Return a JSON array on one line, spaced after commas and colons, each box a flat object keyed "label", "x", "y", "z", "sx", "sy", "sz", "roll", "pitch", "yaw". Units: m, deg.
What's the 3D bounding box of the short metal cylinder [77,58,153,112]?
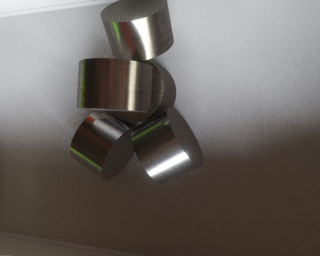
[{"label": "short metal cylinder", "x": -0.050, "y": -0.044, "z": 0.343, "sx": 0.080, "sy": 0.080, "sz": 0.050, "roll": 4, "pitch": 91, "yaw": 20}]

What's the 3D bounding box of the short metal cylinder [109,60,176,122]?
[{"label": "short metal cylinder", "x": -0.025, "y": -0.047, "z": 0.403, "sx": 0.080, "sy": 0.050, "sz": 0.080, "roll": 0, "pitch": 90, "yaw": 20}]

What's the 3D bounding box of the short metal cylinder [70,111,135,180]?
[{"label": "short metal cylinder", "x": -0.069, "y": 0.021, "z": 0.404, "sx": 0.050, "sy": 0.080, "sz": 0.080, "roll": 31, "pitch": 100, "yaw": 18}]

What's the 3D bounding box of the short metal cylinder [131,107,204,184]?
[{"label": "short metal cylinder", "x": 0.010, "y": 0.021, "z": 0.376, "sx": 0.050, "sy": 0.080, "sz": 0.080, "roll": -30, "pitch": 80, "yaw": 18}]

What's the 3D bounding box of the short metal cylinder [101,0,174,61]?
[{"label": "short metal cylinder", "x": -0.027, "y": -0.125, "z": 0.382, "sx": 0.080, "sy": 0.080, "sz": 0.050, "roll": 4, "pitch": 134, "yaw": 20}]
